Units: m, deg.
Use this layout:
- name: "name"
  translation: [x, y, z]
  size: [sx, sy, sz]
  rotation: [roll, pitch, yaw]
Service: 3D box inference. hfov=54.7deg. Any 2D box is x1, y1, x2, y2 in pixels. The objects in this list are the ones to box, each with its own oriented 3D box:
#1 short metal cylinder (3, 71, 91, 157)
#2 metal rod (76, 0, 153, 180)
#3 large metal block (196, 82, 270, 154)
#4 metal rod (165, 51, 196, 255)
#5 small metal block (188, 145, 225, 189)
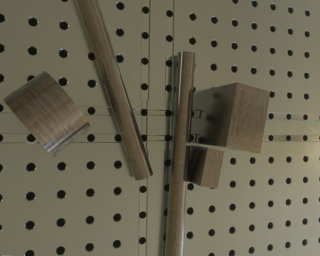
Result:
- name: "short metal cylinder"
  translation: [-0.121, -0.015, 0.339]
  size: [0.050, 0.080, 0.080]
  rotation: [-41, 103, -15]
- name: "metal rod"
  translation: [-0.065, -0.078, 0.388]
  size: [0.025, 0.025, 0.298]
  rotation: [-19, 97, -19]
- name: "large metal block"
  translation: [0.096, -0.012, 0.419]
  size: [0.050, 0.080, 0.080]
  rotation: [12, 86, -20]
- name: "metal rod"
  translation: [0.027, 0.047, 0.422]
  size: [0.025, 0.025, 0.298]
  rotation: [4, 89, -20]
- name: "small metal block"
  translation: [0.059, 0.052, 0.421]
  size: [0.025, 0.050, 0.050]
  rotation: [13, 86, -20]
